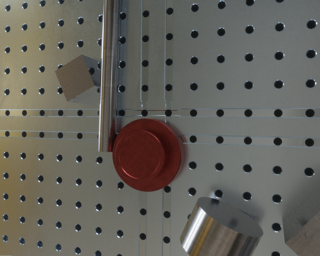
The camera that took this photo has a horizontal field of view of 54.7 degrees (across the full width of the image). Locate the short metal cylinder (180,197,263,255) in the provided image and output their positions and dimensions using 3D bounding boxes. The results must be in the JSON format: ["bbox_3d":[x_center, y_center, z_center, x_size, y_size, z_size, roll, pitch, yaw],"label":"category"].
[{"bbox_3d":[0.070,0.123,0.358,0.080,0.080,0.050,26,99,18],"label":"short metal cylinder"}]

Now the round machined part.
[{"bbox_3d":[-0.020,0.036,0.410,0.098,0.042,0.097,0,90,19],"label":"round machined part"}]

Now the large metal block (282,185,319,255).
[{"bbox_3d":[0.177,0.098,0.321,0.050,0.080,0.080,43,103,14],"label":"large metal block"}]

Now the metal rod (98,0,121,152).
[{"bbox_3d":[-0.070,-0.116,0.435,0.025,0.025,0.298,2,91,19],"label":"metal rod"}]

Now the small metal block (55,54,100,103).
[{"bbox_3d":[-0.118,-0.071,0.453,0.050,0.025,0.050,-26,82,17],"label":"small metal block"}]
